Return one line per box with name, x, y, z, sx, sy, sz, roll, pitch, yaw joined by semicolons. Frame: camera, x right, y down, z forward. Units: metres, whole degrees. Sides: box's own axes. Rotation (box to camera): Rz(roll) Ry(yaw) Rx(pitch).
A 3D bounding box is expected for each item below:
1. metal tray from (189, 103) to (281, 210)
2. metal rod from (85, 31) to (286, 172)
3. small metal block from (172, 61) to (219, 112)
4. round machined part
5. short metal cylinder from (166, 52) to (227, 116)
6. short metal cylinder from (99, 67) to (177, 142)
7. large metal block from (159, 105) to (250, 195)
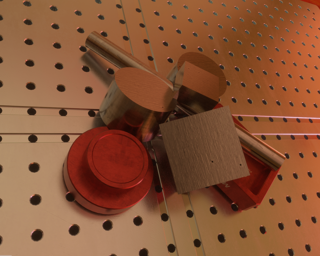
metal tray;0.098;0.037;0.431;0.130;0.030;0.090;45;51;3
metal rod;0.029;-0.038;0.411;0.301;0.025;0.025;34;51;6
small metal block;0.046;-0.051;0.392;0.050;0.025;0.050;23;45;-14
round machined part;-0.051;0.041;0.339;0.099;0.042;0.098;14;56;-21
short metal cylinder;0.050;-0.064;0.454;0.081;0.050;0.080;14;56;-21
short metal cylinder;-0.027;-0.029;0.377;0.080;0.050;0.080;22;35;-16
large metal block;0.050;0.026;0.365;0.080;0.050;0.080;-15;83;1
